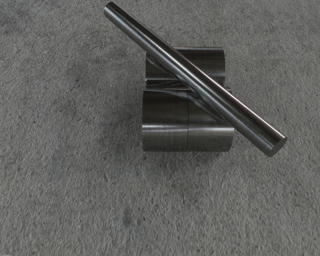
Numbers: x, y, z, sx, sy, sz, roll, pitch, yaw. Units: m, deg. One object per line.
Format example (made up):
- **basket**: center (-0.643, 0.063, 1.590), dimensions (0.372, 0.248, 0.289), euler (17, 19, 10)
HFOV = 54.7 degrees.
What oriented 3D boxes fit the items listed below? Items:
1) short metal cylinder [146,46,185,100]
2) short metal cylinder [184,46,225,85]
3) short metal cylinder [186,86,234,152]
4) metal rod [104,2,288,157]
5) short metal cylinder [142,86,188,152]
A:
- **short metal cylinder**: center (0.007, -0.073, 0.430), dimensions (0.050, 0.080, 0.080), euler (1, 50, 0)
- **short metal cylinder**: center (0.058, -0.072, 0.430), dimensions (0.050, 0.080, 0.080), euler (1, 50, 0)
- **short metal cylinder**: center (0.057, -0.011, 0.379), dimensions (0.050, 0.080, 0.080), euler (1, 50, 0)
- **metal rod**: center (0.020, -0.075, 0.364), dimensions (0.025, 0.025, 0.300), euler (-29, 56, -22)
- **short metal cylinder**: center (0.006, -0.011, 0.378), dimensions (0.050, 0.080, 0.080), euler (1, 50, 0)
